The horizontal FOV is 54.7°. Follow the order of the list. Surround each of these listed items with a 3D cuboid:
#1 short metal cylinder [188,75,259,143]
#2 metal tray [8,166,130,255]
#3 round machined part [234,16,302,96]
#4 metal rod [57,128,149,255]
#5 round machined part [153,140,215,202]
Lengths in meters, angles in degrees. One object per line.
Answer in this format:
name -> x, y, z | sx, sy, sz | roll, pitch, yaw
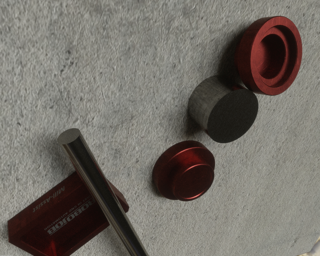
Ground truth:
short metal cylinder -> 0.086, -0.026, 0.423 | 0.081, 0.050, 0.079 | -14, 125, -21
metal tray -> -0.118, 0.117, 0.412 | 0.130, 0.030, 0.090 | -37, 130, -4
round machined part -> 0.136, -0.093, 0.403 | 0.099, 0.042, 0.097 | -8, 106, -30
metal rod -> -0.057, 0.120, 0.412 | 0.025, 0.025, 0.299 | -28, 128, -11
round machined part -> 0.042, 0.071, 0.465 | 0.099, 0.042, 0.097 | -14, 125, -21
